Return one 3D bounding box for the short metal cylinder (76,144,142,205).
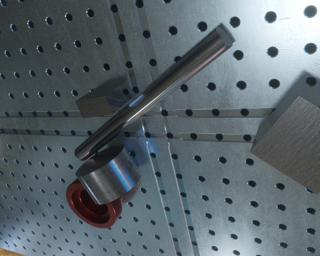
[{"bbox_3d":[-0.075,0.066,0.454,0.080,0.080,0.050,-19,109,35],"label":"short metal cylinder"}]

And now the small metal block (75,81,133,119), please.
[{"bbox_3d":[-0.073,-0.037,0.409,0.050,0.050,0.025,-6,115,30],"label":"small metal block"}]

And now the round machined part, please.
[{"bbox_3d":[-0.107,0.120,0.529,0.098,0.042,0.097,13,124,20],"label":"round machined part"}]

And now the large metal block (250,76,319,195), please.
[{"bbox_3d":[0.154,0.008,0.319,0.080,0.050,0.079,33,129,6],"label":"large metal block"}]

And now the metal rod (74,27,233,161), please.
[{"bbox_3d":[-0.030,-0.026,0.409,0.299,0.025,0.025,-35,99,38],"label":"metal rod"}]
